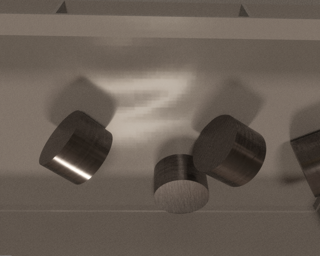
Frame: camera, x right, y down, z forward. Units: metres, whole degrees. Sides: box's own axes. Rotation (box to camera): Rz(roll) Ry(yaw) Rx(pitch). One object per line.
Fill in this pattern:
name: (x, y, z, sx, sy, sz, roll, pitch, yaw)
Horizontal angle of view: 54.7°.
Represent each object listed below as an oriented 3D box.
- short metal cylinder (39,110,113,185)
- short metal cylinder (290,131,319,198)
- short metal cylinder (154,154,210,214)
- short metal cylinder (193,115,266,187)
short metal cylinder: (-0.106, 0.024, 0.392, 0.080, 0.080, 0.050, -36, 122, 26)
short metal cylinder: (0.217, 0.047, 0.417, 0.050, 0.080, 0.080, -24, 126, 19)
short metal cylinder: (0.031, 0.085, 0.466, 0.081, 0.050, 0.079, 0, 130, 0)
short metal cylinder: (0.088, 0.029, 0.400, 0.050, 0.080, 0.080, 29, 124, -22)
